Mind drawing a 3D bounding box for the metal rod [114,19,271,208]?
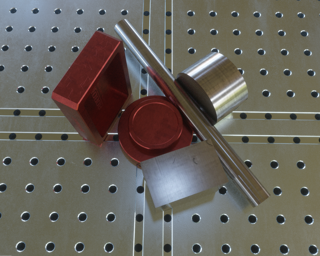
[{"bbox_3d":[0.032,-0.030,0.401,0.025,0.025,0.299,-34,74,-12],"label":"metal rod"}]

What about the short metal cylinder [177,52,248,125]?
[{"bbox_3d":[0.066,-0.050,0.400,0.050,0.080,0.080,-35,74,-12],"label":"short metal cylinder"}]

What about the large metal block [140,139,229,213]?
[{"bbox_3d":[0.025,0.059,0.361,0.081,0.080,0.050,-18,71,-7],"label":"large metal block"}]

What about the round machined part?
[{"bbox_3d":[-0.006,0.001,0.402,0.099,0.042,0.098,0,70,-1],"label":"round machined part"}]

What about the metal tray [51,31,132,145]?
[{"bbox_3d":[-0.073,-0.040,0.370,0.030,0.130,0.090,26,72,9],"label":"metal tray"}]
